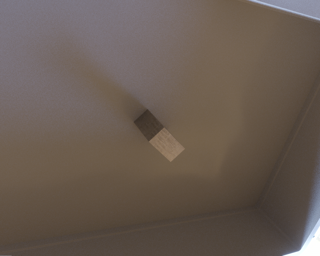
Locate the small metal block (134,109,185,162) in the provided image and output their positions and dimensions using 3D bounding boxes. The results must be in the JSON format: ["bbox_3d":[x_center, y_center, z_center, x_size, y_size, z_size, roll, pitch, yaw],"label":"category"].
[{"bbox_3d":[-0.001,0.009,0.399,0.025,0.050,0.050,-43,130,1],"label":"small metal block"}]
